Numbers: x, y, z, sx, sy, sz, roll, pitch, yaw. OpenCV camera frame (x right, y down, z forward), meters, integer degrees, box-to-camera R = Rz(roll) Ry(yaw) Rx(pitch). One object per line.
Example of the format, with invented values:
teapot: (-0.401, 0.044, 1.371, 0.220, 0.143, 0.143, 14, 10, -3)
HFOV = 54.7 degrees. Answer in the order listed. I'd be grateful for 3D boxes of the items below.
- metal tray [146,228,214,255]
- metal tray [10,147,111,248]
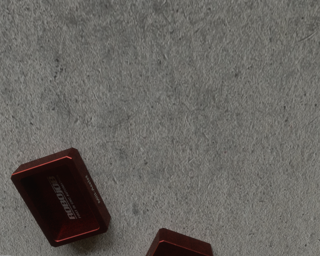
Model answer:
metal tray: (0.017, 0.229, 0.492, 0.090, 0.030, 0.129, 22, 109, -8)
metal tray: (-0.137, 0.101, 0.442, 0.090, 0.030, 0.129, -19, 109, 6)
